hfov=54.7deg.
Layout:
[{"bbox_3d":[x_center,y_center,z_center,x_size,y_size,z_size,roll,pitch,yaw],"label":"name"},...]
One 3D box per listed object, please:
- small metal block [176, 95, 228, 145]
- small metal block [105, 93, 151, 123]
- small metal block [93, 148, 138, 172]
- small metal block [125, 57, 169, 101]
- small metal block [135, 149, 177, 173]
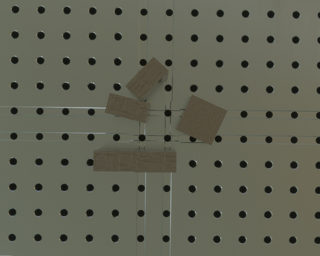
[{"bbox_3d":[0.054,-0.010,0.414,0.050,0.025,0.050,25,90,-1],"label":"small metal block"},{"bbox_3d":[-0.040,-0.025,0.400,0.050,0.050,0.025,14,91,-1],"label":"small metal block"},{"bbox_3d":[-0.056,0.040,0.400,0.050,0.050,0.025,0,90,-1],"label":"small metal block"},{"bbox_3d":[-0.016,-0.060,0.400,0.025,0.050,0.050,44,90,0],"label":"small metal block"},{"bbox_3d":[-0.005,0.041,0.401,0.050,0.050,0.025,0,90,-1],"label":"small metal block"}]
